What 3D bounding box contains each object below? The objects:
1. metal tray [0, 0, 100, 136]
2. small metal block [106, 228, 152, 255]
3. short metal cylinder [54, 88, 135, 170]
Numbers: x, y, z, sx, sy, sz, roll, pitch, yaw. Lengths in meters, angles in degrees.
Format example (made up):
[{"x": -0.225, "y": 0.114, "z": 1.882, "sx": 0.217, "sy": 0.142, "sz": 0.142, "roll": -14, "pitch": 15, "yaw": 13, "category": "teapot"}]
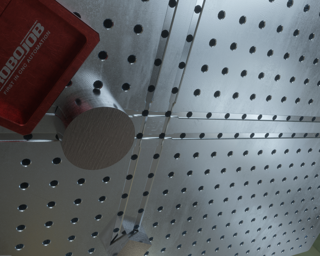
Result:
[{"x": -0.132, "y": -0.065, "z": 0.295, "sx": 0.090, "sy": 0.030, "sz": 0.130, "roll": 33, "pitch": 100, "yaw": -39, "category": "metal tray"}, {"x": -0.051, "y": 0.196, "z": 0.507, "sx": 0.050, "sy": 0.025, "sz": 0.050, "roll": 31, "pitch": 101, "yaw": -38, "category": "small metal block"}, {"x": -0.075, "y": 0.001, "z": 0.356, "sx": 0.081, "sy": 0.050, "sz": 0.079, "roll": -14, "pitch": 125, "yaw": -21, "category": "short metal cylinder"}]
